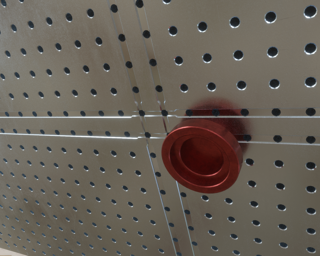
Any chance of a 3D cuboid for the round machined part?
[{"bbox_3d":[0.055,0.031,0.390,0.098,0.042,0.097,13,124,20],"label":"round machined part"}]
